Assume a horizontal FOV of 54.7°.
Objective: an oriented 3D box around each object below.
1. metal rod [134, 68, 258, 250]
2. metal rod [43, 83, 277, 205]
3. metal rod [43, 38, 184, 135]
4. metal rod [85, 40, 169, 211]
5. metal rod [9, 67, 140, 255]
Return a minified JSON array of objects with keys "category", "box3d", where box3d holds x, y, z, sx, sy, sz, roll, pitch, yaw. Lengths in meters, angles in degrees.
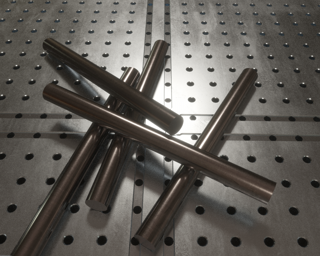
[{"category":"metal rod","box3d":[0.062,0.016,0.394,0.025,0.025,0.301,25,54,19]},{"category":"metal rod","box3d":[-0.016,0.010,0.365,0.301,0.025,0.025,24,54,18]},{"category":"metal rod","box3d":[-0.084,-0.071,0.438,0.025,0.025,0.300,-36,51,-26]},{"category":"metal rod","box3d":[-0.033,-0.027,0.429,0.025,0.025,0.300,11,51,8]},{"category":"metal rod","box3d":[-0.089,0.025,0.385,0.025,0.025,0.300,14,51,11]}]
